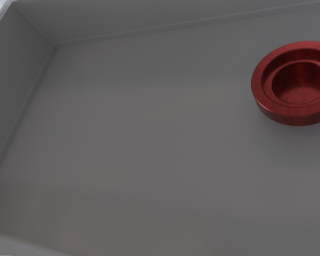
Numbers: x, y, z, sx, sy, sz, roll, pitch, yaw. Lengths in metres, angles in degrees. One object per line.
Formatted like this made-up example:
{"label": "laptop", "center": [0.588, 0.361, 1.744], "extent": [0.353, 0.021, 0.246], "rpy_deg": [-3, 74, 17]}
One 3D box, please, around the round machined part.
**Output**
{"label": "round machined part", "center": [0.155, -0.044, 0.341], "extent": [0.098, 0.042, 0.098], "rpy_deg": [-13, 56, 21]}
